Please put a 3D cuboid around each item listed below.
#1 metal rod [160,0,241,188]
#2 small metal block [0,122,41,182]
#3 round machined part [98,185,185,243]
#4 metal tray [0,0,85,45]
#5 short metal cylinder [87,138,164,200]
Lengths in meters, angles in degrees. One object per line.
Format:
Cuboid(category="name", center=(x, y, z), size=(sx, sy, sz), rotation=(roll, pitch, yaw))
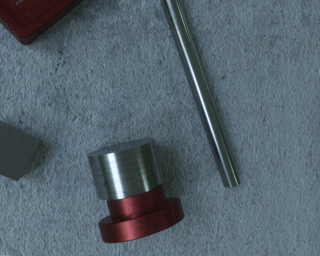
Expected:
Cuboid(category="metal rod", center=(0.054, -0.059, 0.429), size=(0.025, 0.025, 0.298), rotation=(-22, 98, -19))
Cuboid(category="small metal block", center=(-0.170, 0.025, 0.346), size=(0.050, 0.025, 0.050), rotation=(28, 81, -18))
Cuboid(category="round machined part", center=(-0.024, 0.095, 0.363), size=(0.099, 0.098, 0.042), rotation=(-14, 84, -20))
Cuboid(category="metal tray", center=(-0.139, -0.171, 0.354), size=(0.130, 0.030, 0.090), rotation=(-46, 105, -14))
Cuboid(category="short metal cylinder", center=(-0.040, 0.046, 0.365), size=(0.081, 0.080, 0.050), rotation=(-15, 95, -20))
